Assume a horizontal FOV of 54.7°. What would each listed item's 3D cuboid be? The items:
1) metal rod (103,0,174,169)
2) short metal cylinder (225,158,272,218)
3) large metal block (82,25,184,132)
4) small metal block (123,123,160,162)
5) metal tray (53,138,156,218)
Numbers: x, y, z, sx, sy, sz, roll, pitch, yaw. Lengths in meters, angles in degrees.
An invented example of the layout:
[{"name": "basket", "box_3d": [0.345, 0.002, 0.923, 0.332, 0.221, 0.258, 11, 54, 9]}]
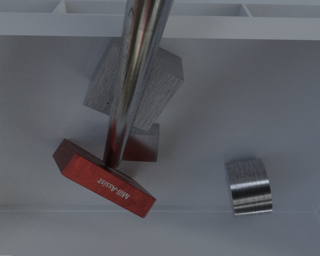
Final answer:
[{"name": "metal rod", "box_3d": [-0.034, -0.017, 0.289, 0.025, 0.025, 0.299, 10, 154, -9]}, {"name": "short metal cylinder", "box_3d": [0.126, 0.086, 0.449, 0.050, 0.080, 0.080, -9, 130, 7]}, {"name": "large metal block", "box_3d": [-0.030, -0.053, 0.347, 0.080, 0.050, 0.080, 23, 126, -19]}, {"name": "small metal block", "box_3d": [-0.028, 0.020, 0.426, 0.050, 0.025, 0.050, 3, 130, -3]}, {"name": "metal tray", "box_3d": [-0.077, 0.068, 0.423, 0.130, 0.090, 0.030, 37, 83, -27]}]
